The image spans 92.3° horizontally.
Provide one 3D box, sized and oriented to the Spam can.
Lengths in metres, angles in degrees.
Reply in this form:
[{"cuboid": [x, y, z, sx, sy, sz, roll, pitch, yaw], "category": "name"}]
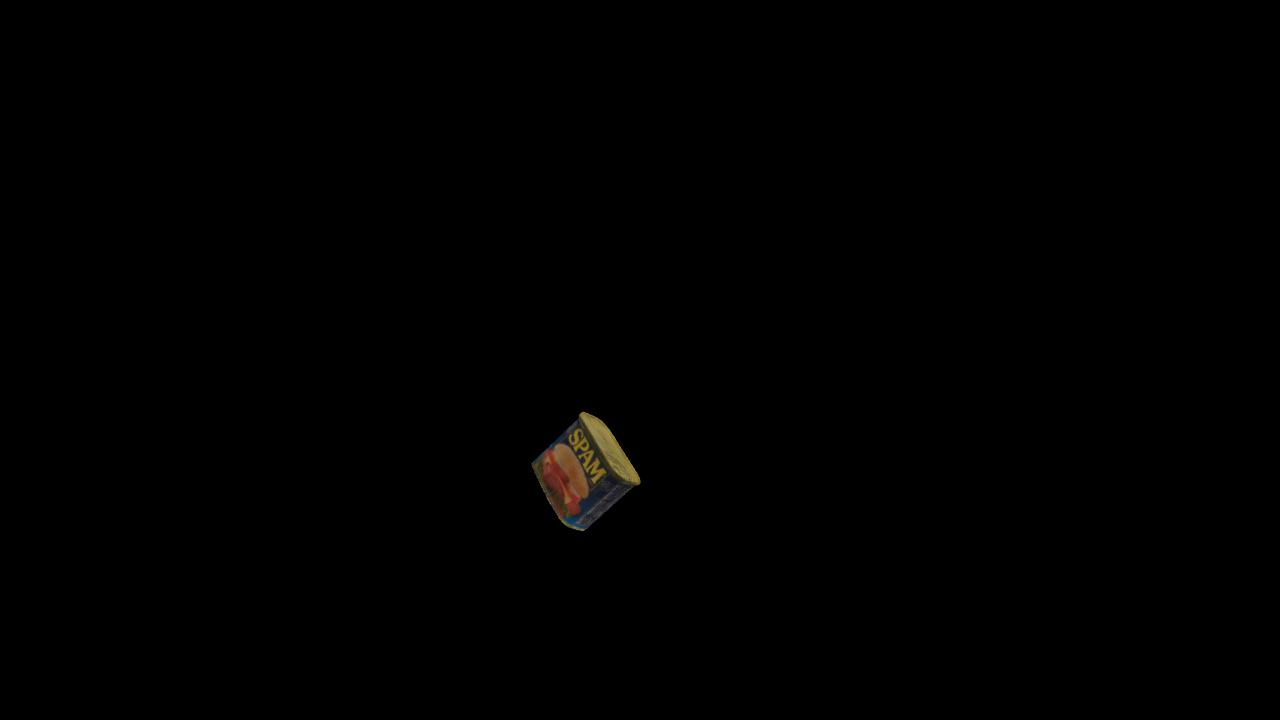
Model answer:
[{"cuboid": [-0.062, 0.124, 0.683, 0.058, 0.085, 0.101, 34, 16, -52], "category": "Spam can"}]
